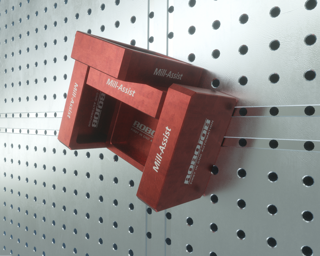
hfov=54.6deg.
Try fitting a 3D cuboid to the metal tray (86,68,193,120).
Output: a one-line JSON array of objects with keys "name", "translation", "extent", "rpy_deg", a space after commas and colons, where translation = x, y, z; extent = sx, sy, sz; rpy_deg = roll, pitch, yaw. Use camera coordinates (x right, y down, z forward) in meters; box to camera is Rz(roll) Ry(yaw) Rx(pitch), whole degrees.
[{"name": "metal tray", "translation": [-0.015, -0.046, 0.380], "extent": [0.130, 0.091, 0.030], "rpy_deg": [28, 108, 36]}]

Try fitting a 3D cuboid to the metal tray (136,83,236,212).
[{"name": "metal tray", "translation": [0.031, 0.021, 0.342], "extent": [0.030, 0.091, 0.129], "rpy_deg": [27, 107, 37]}]

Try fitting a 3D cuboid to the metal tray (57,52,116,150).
[{"name": "metal tray", "translation": [-0.085, -0.036, 0.438], "extent": [0.030, 0.091, 0.129], "rpy_deg": [27, 107, 36]}]

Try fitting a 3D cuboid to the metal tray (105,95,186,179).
[{"name": "metal tray", "translation": [-0.013, 0.010, 0.417], "extent": [0.130, 0.030, 0.089], "rpy_deg": [28, 107, 36]}]

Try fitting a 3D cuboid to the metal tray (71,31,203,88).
[{"name": "metal tray", "translation": [-0.022, -0.075, 0.360], "extent": [0.090, 0.131, 0.030], "rpy_deg": [28, 108, 36]}]
